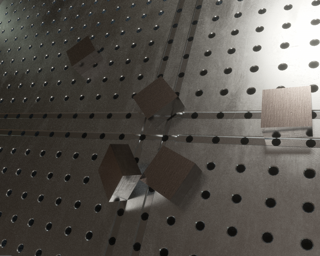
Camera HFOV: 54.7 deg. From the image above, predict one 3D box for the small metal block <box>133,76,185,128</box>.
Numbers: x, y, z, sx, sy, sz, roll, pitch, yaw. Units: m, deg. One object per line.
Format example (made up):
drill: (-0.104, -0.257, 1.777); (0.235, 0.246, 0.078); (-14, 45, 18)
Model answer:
small metal block: (-0.002, -0.037, 0.431); (0.050, 0.025, 0.050); (-37, 51, 3)

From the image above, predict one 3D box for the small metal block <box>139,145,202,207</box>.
small metal block: (0.012, 0.056, 0.366); (0.050, 0.025, 0.050); (28, 76, 37)

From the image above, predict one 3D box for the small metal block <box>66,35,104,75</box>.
small metal block: (-0.136, -0.131, 0.558); (0.050, 0.025, 0.050); (-34, 52, 5)

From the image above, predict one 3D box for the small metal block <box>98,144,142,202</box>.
small metal block: (-0.051, 0.055, 0.384); (0.050, 0.025, 0.050); (-61, 42, 34)

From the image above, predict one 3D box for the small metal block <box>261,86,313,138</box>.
small metal block: (0.141, -0.017, 0.344); (0.050, 0.025, 0.050); (-2, 61, 26)
